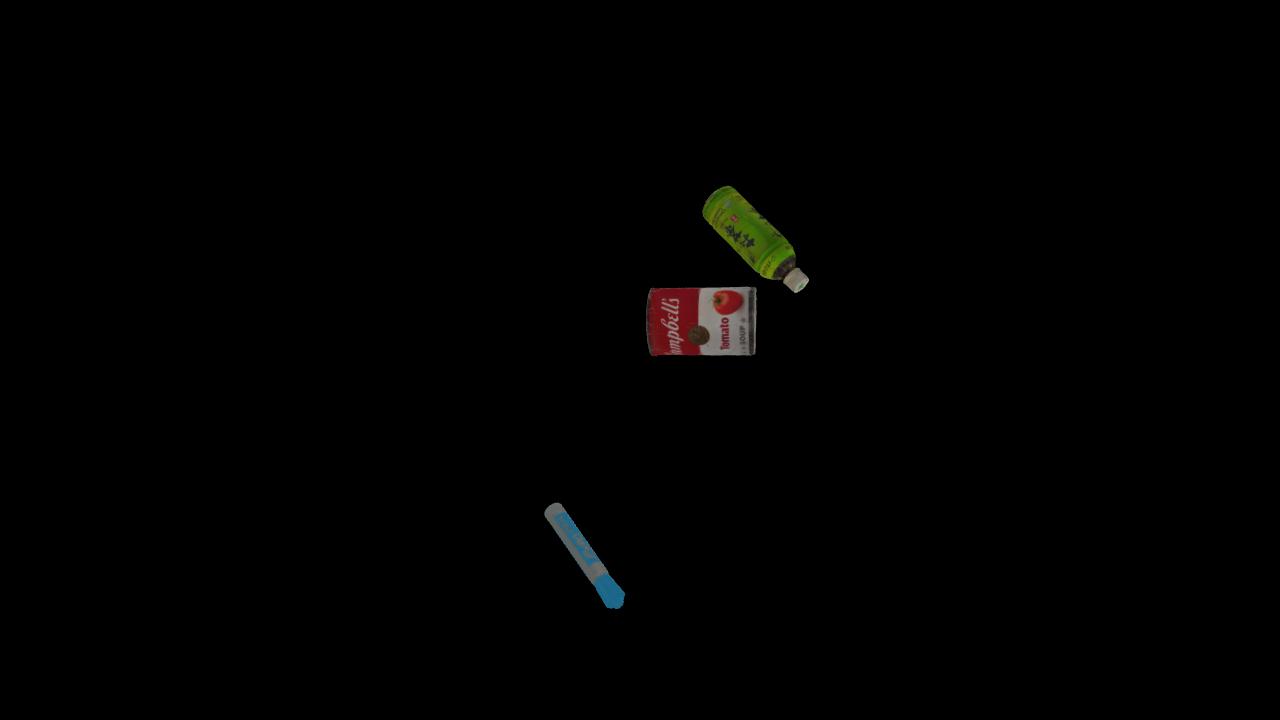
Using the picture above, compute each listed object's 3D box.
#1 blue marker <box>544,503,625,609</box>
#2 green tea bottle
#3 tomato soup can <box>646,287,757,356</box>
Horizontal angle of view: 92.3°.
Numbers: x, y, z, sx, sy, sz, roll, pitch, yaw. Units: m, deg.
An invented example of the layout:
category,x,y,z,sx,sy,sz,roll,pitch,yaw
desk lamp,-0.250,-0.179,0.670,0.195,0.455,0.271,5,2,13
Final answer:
category,x,y,z,sx,sy,sz,roll,pitch,yaw
blue marker,-0.050,0.172,0.546,0.020,0.020,0.121,0,29,-39
green tea bottle,0.190,-0.190,0.990,0.073,0.212,0.073,-34,-22,-16
tomato soup can,0.061,-0.037,0.596,0.101,0.068,0.068,0,0,11
